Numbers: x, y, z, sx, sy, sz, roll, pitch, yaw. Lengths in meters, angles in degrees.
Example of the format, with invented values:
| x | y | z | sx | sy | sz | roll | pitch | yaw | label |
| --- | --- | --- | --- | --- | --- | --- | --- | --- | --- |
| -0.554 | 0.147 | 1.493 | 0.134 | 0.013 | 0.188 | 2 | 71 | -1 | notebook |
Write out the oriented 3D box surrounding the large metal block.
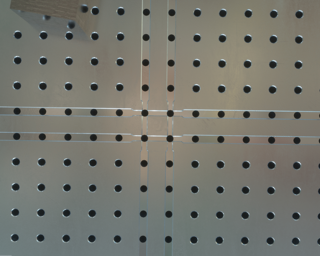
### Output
| x | y | z | sx | sy | sz | roll | pitch | yaw | label |
| --- | --- | --- | --- | --- | --- | --- | --- | --- | --- |
| -0.135 | -0.177 | 0.400 | 0.080 | 0.050 | 0.080 | 11 | 90 | 0 | large metal block |
